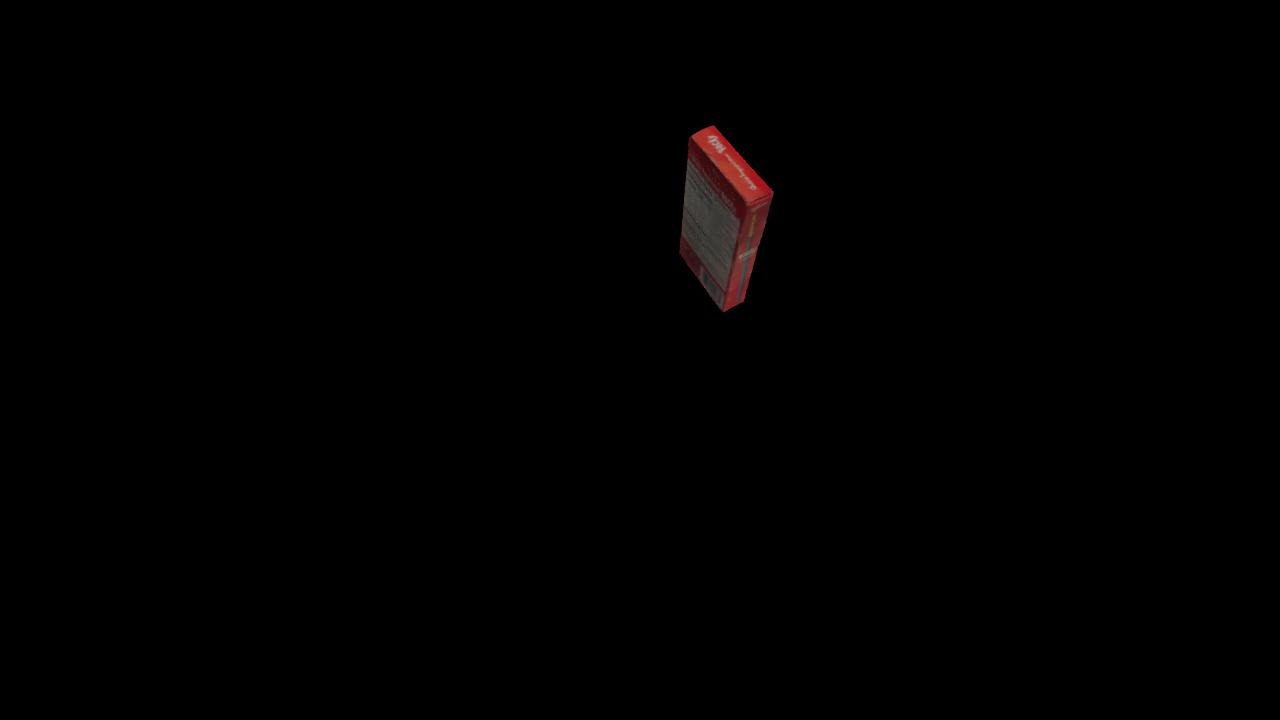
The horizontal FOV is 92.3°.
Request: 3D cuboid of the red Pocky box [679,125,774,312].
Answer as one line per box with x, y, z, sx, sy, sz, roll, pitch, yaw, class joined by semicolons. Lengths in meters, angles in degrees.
0.069;-0.114;0.529;0.028;0.083;0.155;-26;-23;-12;red Pocky box
